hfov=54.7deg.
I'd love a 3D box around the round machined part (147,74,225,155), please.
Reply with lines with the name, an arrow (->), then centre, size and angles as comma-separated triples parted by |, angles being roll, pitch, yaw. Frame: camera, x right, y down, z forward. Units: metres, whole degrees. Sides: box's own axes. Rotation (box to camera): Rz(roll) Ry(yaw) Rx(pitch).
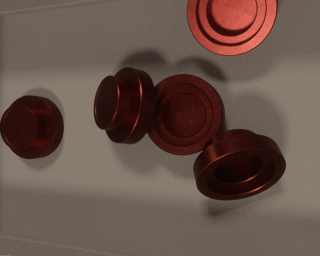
round machined part -> 0.032, -0.016, 0.389 | 0.098, 0.042, 0.097 | 0, 90, 19

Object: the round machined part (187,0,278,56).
round machined part -> 0.084, -0.137, 0.359 | 0.098, 0.042, 0.097 | 9, 118, 18

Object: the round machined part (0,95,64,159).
round machined part -> -0.201, -0.001, 0.470 | 0.098, 0.042, 0.097 | 0, 90, 19

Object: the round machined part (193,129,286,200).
round machined part -> 0.086, 0.039, 0.352 | 0.098, 0.098, 0.042 | -26, 44, 18

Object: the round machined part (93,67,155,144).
round machined part -> -0.051, -0.029, 0.393 | 0.098, 0.042, 0.098 | -14, 72, 52
